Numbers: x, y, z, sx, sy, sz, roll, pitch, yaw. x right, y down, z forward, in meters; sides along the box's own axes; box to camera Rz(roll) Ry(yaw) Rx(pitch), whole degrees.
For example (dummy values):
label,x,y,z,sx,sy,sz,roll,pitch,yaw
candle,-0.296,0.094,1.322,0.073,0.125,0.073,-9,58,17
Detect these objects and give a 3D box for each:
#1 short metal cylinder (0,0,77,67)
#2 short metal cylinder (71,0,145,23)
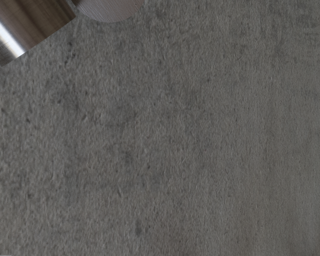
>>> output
label,x,y,z,sx,sy,sz,roll,pitch,yaw
short metal cylinder,-0.121,-0.097,0.268,0.080,0.080,0.050,-49,120,-29
short metal cylinder,-0.054,-0.156,0.317,0.080,0.080,0.050,45,19,-31
